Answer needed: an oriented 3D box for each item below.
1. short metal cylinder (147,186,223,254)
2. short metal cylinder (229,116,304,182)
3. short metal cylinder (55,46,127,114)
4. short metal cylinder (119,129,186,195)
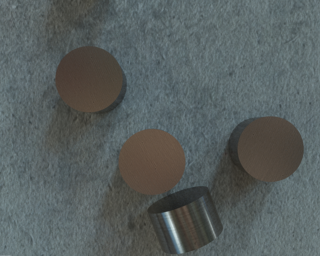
[{"bbox_3d":[0.031,0.111,0.383,0.080,0.080,0.050,-20,90,0],"label":"short metal cylinder"},{"bbox_3d":[0.134,0.025,0.399,0.081,0.050,0.079,0,90,-1],"label":"short metal cylinder"},{"bbox_3d":[-0.085,-0.059,0.396,0.081,0.050,0.079,0,90,-1],"label":"short metal cylinder"},{"bbox_3d":[-0.010,0.041,0.397,0.081,0.050,0.079,0,90,-1],"label":"short metal cylinder"}]
